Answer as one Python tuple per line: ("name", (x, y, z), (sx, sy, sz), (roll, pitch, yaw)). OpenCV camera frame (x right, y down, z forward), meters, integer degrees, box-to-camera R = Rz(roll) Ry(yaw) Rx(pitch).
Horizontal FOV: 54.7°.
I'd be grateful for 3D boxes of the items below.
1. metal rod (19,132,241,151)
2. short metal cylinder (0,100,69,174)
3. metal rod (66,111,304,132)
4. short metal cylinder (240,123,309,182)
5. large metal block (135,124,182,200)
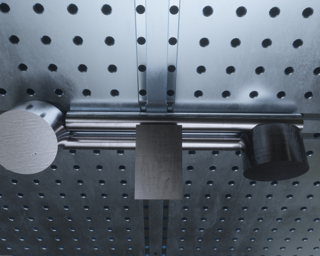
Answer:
("metal rod", (-0.043, 0.018, 0.426), (0.302, 0.025, 0.025), (0, 130, -1))
("short metal cylinder", (-0.160, 0.010, 0.383), (0.081, 0.050, 0.079), (0, 107, -1))
("metal rod", (0.032, -0.008, 0.404), (0.302, 0.025, 0.025), (1, 130, -1))
("short metal cylinder", (0.148, 0.034, 0.408), (0.081, 0.050, 0.080), (0, 152, 0))
("large metal block", (-0.002, 0.041, 0.371), (0.050, 0.080, 0.080), (1, 172, -1))
